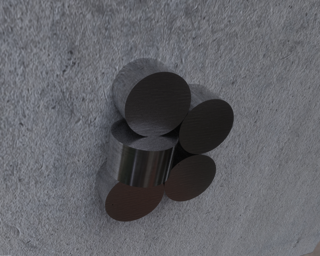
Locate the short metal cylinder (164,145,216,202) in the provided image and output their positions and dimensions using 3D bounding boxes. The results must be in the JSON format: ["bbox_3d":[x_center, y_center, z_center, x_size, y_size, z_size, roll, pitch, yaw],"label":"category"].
[{"bbox_3d":[0.032,0.058,0.445,0.081,0.050,0.079,-13,124,-20],"label":"short metal cylinder"}]

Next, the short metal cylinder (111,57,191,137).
[{"bbox_3d":[-0.011,-0.036,0.363,0.081,0.050,0.079,-13,124,-20],"label":"short metal cylinder"}]

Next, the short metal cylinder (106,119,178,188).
[{"bbox_3d":[-0.022,0.027,0.377,0.081,0.080,0.050,-3,120,-27],"label":"short metal cylinder"}]

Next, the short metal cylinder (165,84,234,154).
[{"bbox_3d":[0.049,-0.012,0.411,0.081,0.050,0.079,-14,125,-21],"label":"short metal cylinder"}]

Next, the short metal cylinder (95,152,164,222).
[{"bbox_3d":[-0.041,0.078,0.418,0.081,0.050,0.079,-13,124,-20],"label":"short metal cylinder"}]
